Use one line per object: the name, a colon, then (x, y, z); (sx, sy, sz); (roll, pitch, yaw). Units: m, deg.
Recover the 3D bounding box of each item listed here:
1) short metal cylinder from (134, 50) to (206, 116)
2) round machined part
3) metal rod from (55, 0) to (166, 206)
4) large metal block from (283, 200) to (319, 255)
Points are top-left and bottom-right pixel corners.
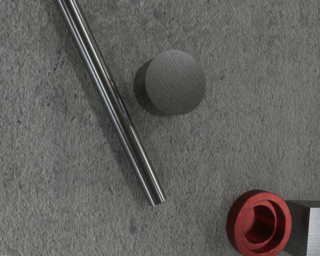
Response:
short metal cylinder: (0.012, -0.056, 0.401); (0.081, 0.050, 0.079); (0, 90, -21)
round machined part: (0.139, 0.138, 0.453); (0.099, 0.042, 0.097); (0, 90, -21)
metal rod: (-0.062, -0.039, 0.386); (0.025, 0.025, 0.299); (-27, 99, -18)
large metal block: (0.245, 0.160, 0.489); (0.081, 0.050, 0.080); (6, 88, -20)
